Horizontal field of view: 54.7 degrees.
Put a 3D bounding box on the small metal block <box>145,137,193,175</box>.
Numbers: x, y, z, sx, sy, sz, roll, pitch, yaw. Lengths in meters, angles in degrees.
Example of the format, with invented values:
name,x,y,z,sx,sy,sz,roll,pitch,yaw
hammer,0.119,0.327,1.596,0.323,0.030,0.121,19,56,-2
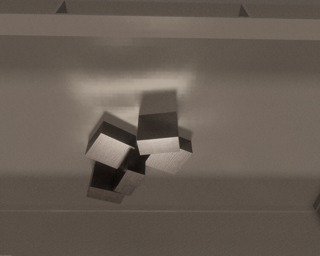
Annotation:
name,x,y,z,sx,sy,sz,roll,pitch,yaw
small metal block,0.011,0.035,0.439,0.050,0.025,0.050,21,127,-18

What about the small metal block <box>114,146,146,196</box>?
name,x,y,z,sx,sy,sz,roll,pitch,yaw
small metal block,-0.042,0.060,0.443,0.025,0.050,0.050,20,127,-17

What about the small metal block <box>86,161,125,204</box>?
name,x,y,z,sx,sy,sz,roll,pitch,yaw
small metal block,-0.077,0.080,0.460,0.050,0.050,0.025,16,128,-14

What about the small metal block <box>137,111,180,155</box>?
name,x,y,z,sx,sy,sz,roll,pitch,yaw
small metal block,-0.002,0.006,0.398,0.050,0.050,0.025,-6,130,4

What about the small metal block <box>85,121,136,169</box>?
name,x,y,z,sx,sy,sz,roll,pitch,yaw
small metal block,-0.068,0.025,0.429,0.050,0.025,0.050,26,125,-21
